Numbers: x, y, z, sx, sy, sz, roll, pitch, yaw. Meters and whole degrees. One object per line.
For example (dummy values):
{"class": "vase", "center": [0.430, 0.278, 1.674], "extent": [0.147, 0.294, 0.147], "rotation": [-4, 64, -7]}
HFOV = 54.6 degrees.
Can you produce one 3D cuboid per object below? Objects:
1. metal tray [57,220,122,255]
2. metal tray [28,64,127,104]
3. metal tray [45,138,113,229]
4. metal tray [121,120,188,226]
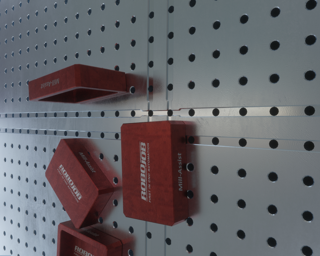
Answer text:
{"class": "metal tray", "center": [-0.119, 0.212, 0.505], "extent": [0.130, 0.030, 0.089], "rotation": [6, 94, 40]}
{"class": "metal tray", "center": [-0.127, -0.063, 0.472], "extent": [0.130, 0.091, 0.030], "rotation": [-7, 86, 40]}
{"class": "metal tray", "center": [-0.140, 0.090, 0.524], "extent": [0.130, 0.030, 0.090], "rotation": [47, 118, 30]}
{"class": "metal tray", "center": [-0.010, 0.057, 0.415], "extent": [0.090, 0.030, 0.129], "rotation": [-3, 88, 40]}
